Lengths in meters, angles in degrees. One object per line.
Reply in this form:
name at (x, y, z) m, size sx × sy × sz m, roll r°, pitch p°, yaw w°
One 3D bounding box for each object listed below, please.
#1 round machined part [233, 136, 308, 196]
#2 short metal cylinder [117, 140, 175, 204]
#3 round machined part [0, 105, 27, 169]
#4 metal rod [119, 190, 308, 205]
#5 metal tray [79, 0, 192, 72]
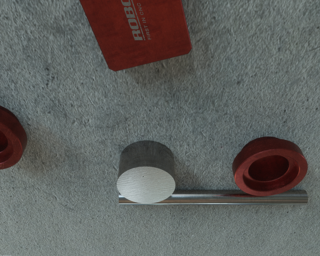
round machined part at (0.152, 0.050, 0.441) m, size 0.099 × 0.042 × 0.097 m, roll -1°, pitch 130°, yaw 0°
short metal cylinder at (-0.019, 0.064, 0.445) m, size 0.081 × 0.050 × 0.079 m, roll 0°, pitch 130°, yaw 0°
round machined part at (-0.222, 0.006, 0.398) m, size 0.099 × 0.042 × 0.097 m, roll -1°, pitch 130°, yaw 0°
metal rod at (0.086, 0.113, 0.504) m, size 0.302 × 0.025 × 0.025 m, roll 0°, pitch 130°, yaw -1°
metal tray at (-0.027, -0.125, 0.297) m, size 0.090 × 0.030 × 0.129 m, roll -12°, pitch 130°, yaw 9°
